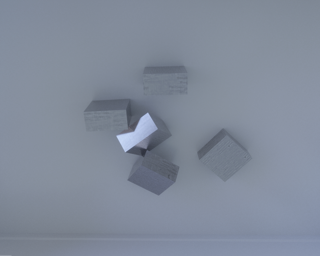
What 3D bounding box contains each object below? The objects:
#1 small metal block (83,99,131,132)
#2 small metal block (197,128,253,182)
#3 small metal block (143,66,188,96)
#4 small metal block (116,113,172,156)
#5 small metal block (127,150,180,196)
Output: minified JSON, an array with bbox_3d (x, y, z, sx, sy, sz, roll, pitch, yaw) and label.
[{"bbox_3d":[-0.064,-0.017,0.391,0.050,0.050,0.025,-3,110,1],"label":"small metal block"},{"bbox_3d":[0.088,0.038,0.426,0.050,0.025,0.050,41,105,-14],"label":"small metal block"},{"bbox_3d":[0.006,-0.058,0.376,0.050,0.050,0.025,-1,110,0],"label":"small metal block"},{"bbox_3d":[-0.019,0.010,0.399,0.050,0.050,0.025,-36,69,12],"label":"small metal block"},{"bbox_3d":[-0.009,0.062,0.422,0.050,0.025,0.050,28,139,-10],"label":"small metal block"}]
